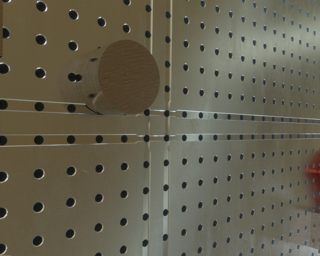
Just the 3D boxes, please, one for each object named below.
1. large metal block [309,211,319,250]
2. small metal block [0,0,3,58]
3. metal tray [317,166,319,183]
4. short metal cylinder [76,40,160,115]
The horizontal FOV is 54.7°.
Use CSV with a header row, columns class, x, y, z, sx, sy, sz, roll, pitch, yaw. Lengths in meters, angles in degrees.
class,x,y,z,sx,sy,sz,roll,pitch,yaw
large metal block,0.395,0.239,0.725,0.081,0.050,0.080,8,85,-40
small metal block,-0.167,-0.089,0.269,0.050,0.025,0.050,0,90,-40
metal tray,0.438,0.136,0.773,0.091,0.030,0.129,-38,113,-33
short metal cylinder,-0.047,-0.055,0.353,0.081,0.050,0.080,0,90,-40
